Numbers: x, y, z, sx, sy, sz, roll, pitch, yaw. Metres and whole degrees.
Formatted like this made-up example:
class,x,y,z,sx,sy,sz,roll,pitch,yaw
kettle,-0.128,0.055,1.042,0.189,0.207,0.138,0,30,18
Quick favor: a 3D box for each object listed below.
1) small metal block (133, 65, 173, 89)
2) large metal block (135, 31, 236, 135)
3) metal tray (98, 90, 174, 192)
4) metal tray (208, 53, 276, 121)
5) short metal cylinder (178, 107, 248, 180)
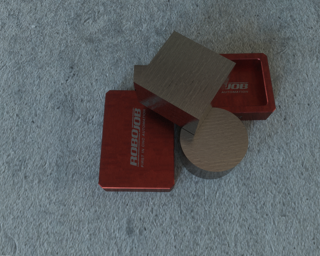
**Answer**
class,x,y,z,sx,sy,sz,roll,pitch,yaw
small metal block,-0.008,-0.061,0.418,0.050,0.050,0.025,1,70,0
large metal block,0.029,-0.052,0.361,0.080,0.050,0.080,31,73,10
metal tray,-0.027,0.016,0.402,0.091,0.030,0.130,1,70,0
metal tray,0.084,-0.056,0.428,0.131,0.030,0.090,-1,70,-1
short metal cylinder,0.064,0.021,0.389,0.080,0.050,0.080,0,70,0
